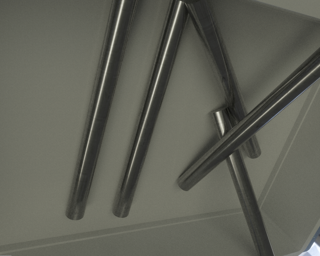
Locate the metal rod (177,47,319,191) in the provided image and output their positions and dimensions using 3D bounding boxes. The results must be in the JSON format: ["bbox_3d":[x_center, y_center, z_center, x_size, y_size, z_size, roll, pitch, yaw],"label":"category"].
[{"bbox_3d":[0.115,-0.002,0.399,0.025,0.025,0.298,10,136,-33],"label":"metal rod"}]

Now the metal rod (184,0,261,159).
[{"bbox_3d":[0.097,-0.046,0.419,0.025,0.025,0.300,-38,135,-3],"label":"metal rod"}]

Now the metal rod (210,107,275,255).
[{"bbox_3d":[0.134,0.112,0.468,0.025,0.025,0.298,-23,100,-15],"label":"metal rod"}]

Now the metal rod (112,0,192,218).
[{"bbox_3d":[-0.017,-0.008,0.395,0.025,0.025,0.298,3,117,-30],"label":"metal rod"}]

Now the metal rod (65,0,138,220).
[{"bbox_3d":[-0.072,-0.015,0.361,0.025,0.025,0.298,4,117,-31],"label":"metal rod"}]
